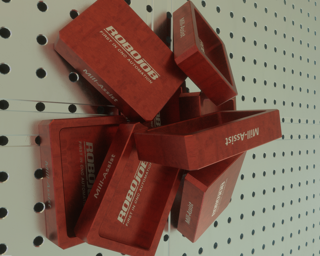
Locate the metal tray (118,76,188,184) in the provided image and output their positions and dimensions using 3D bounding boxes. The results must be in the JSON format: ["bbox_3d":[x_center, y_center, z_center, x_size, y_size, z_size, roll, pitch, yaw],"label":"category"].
[{"bbox_3d":[-0.003,0.000,0.402,0.091,0.030,0.129,-6,92,-41],"label":"metal tray"}]

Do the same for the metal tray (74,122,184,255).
[{"bbox_3d":[-0.026,0.069,0.344,0.090,0.030,0.130,33,70,-35],"label":"metal tray"}]

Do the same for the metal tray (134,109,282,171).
[{"bbox_3d":[0.051,0.007,0.324,0.131,0.090,0.030,-14,99,-35],"label":"metal tray"}]

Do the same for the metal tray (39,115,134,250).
[{"bbox_3d":[-0.078,0.053,0.340,0.091,0.030,0.129,-6,93,-40],"label":"metal tray"}]

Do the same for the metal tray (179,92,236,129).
[{"bbox_3d":[0.074,-0.005,0.442,0.131,0.030,0.090,-8,96,-57],"label":"metal tray"}]

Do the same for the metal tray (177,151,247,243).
[{"bbox_3d":[0.068,0.087,0.418,0.091,0.030,0.129,-36,145,-34],"label":"metal tray"}]

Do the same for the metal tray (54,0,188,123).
[{"bbox_3d":[-0.039,-0.077,0.351,0.130,0.030,0.090,44,63,-14],"label":"metal tray"}]

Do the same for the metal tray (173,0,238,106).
[{"bbox_3d":[0.057,-0.101,0.408,0.090,0.030,0.130,40,33,-32],"label":"metal tray"}]
